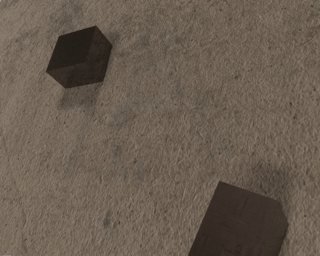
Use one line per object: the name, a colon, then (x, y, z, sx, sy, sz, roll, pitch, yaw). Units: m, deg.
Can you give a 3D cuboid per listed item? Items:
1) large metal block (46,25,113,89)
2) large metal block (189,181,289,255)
large metal block: (-0.136, -0.120, 0.531, 0.080, 0.050, 0.080, -6, 59, 24)
large metal block: (0.070, 0.103, 0.268, 0.050, 0.080, 0.080, 15, 70, 34)
